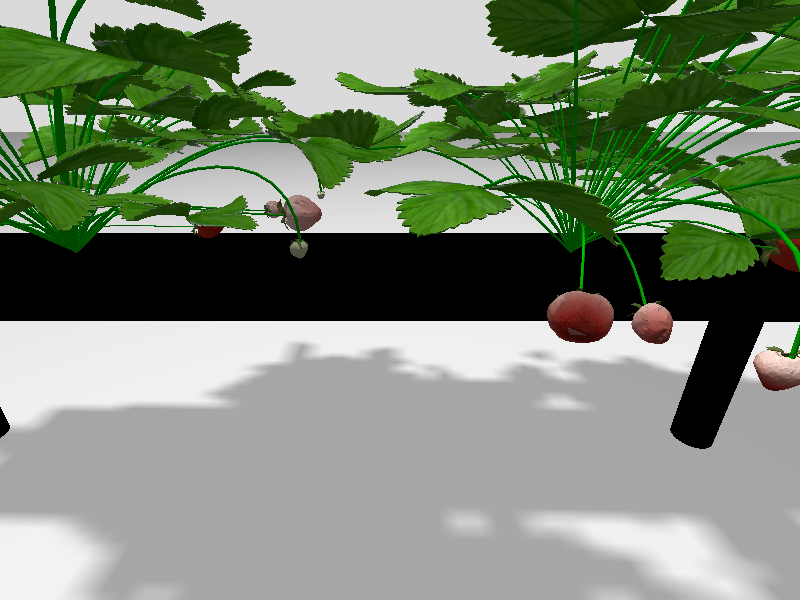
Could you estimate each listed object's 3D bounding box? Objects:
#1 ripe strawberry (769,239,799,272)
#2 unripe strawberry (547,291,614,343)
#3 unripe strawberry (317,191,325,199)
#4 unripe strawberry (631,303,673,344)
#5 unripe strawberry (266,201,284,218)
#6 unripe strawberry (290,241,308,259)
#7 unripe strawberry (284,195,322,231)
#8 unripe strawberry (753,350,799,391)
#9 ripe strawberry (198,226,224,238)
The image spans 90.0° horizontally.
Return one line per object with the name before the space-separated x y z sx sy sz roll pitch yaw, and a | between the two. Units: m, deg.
ripe strawberry | 0.313 -0.039 0.312 0.039 0.033 0.039 8 26 16
unripe strawberry | 0.094 0.011 0.209 0.032 0.029 0.029 9 27 19
unripe strawberry | -0.101 -0.133 0.509 0.010 0.010 0.011 -20 31 -37
unripe strawberry | 0.134 0.014 0.212 0.019 0.022 0.021 3 39 7
unripe strawberry | -0.150 -0.109 0.482 0.020 0.020 0.023 -20 32 -39
unripe strawberry | -0.083 -0.041 0.330 0.015 0.015 0.014 4 25 8
unripe strawberry | -0.102 -0.092 0.423 0.038 0.038 0.042 -8 26 -19
unripe strawberry | 0.169 0.032 0.179 0.018 0.019 0.018 -2 25 -4
ripe strawberry | -0.190 -0.076 0.400 0.026 0.028 0.024 -10 26 -22
